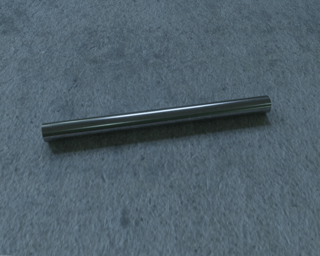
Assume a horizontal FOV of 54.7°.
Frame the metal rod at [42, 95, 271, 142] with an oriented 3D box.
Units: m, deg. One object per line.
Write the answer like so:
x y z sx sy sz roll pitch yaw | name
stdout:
0.001 -0.014 0.414 0.302 0.025 0.025 -8 51 -7 | metal rod
